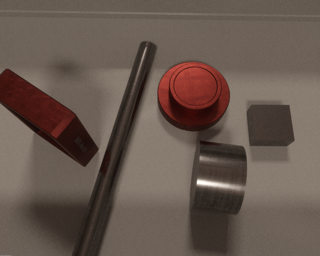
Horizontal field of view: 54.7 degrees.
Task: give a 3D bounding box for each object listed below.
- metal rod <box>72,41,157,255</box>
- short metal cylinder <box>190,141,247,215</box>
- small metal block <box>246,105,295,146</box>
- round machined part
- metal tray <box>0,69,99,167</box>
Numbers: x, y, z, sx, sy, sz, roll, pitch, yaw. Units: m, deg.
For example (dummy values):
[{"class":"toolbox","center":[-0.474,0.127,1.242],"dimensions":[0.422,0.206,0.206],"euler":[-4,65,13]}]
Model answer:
[{"class":"metal rod","center":[-0.053,0.017,0.402],"dimensions":[0.025,0.025,0.299],"euler":[13,70,4]},{"class":"short metal cylinder","center":[0.065,0.057,0.360],"dimensions":[0.050,0.080,0.080],"euler":[7,70,2]},{"class":"small metal block","center":[0.146,-0.003,0.413],"dimensions":[0.050,0.025,0.050],"euler":[1,70,0]},{"class":"round machined part","center":[0.046,-0.048,0.419],"dimensions":[0.099,0.042,0.098],"euler":[0,70,-1]},{"class":"metal tray","center":[-0.125,-0.005,0.354],"dimensions":[0.090,0.130,0.030],"euler":[32,73,11]}]
